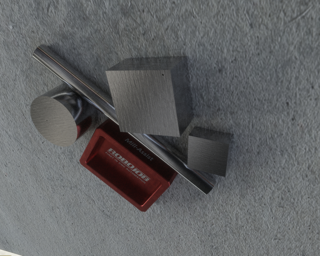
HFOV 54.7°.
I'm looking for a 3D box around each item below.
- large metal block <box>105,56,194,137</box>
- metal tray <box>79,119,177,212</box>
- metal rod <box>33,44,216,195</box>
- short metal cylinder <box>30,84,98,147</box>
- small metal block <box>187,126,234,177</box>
[{"bbox_3d":[-0.009,-0.039,0.371,0.080,0.050,0.079,4,121,25],"label":"large metal block"},{"bbox_3d":[-0.050,0.058,0.466,0.130,0.030,0.089,38,129,2],"label":"metal tray"},{"bbox_3d":[-0.049,-0.012,0.424,0.300,0.025,0.025,39,129,1],"label":"metal rod"},{"bbox_3d":[-0.138,-0.020,0.450,0.080,0.050,0.079,13,124,20],"label":"short metal cylinder"},{"bbox_3d":[0.063,0.029,0.393,0.050,0.025,0.050,12,124,21],"label":"small metal block"}]
